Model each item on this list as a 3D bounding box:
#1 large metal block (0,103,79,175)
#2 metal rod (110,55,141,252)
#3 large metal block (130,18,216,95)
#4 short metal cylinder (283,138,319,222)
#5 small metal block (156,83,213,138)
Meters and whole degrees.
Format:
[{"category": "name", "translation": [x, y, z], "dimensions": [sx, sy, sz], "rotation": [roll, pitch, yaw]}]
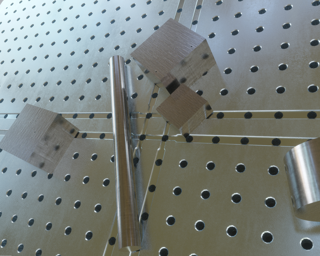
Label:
[{"category": "large metal block", "translation": [-0.187, 0.015, 0.479], "dimensions": [0.080, 0.050, 0.080], "rotation": [16, 70, 34]}, {"category": "metal rod", "translation": [-0.052, 0.012, 0.426], "dimensions": [0.025, 0.025, 0.299], "rotation": [-20, 54, 16]}, {"category": "large metal block", "translation": [0.018, -0.099, 0.442], "dimensions": [0.080, 0.050, 0.080], "rotation": [-43, 51, -2]}, {"category": "short metal cylinder", "translation": [0.153, 0.045, 0.265], "dimensions": [0.080, 0.080, 0.050], "rotation": [-12, 57, 21]}, {"category": "small metal block", "translation": [0.032, -0.023, 0.405], "dimensions": [0.050, 0.025, 0.050], "rotation": [-44, 51, -3]}]
